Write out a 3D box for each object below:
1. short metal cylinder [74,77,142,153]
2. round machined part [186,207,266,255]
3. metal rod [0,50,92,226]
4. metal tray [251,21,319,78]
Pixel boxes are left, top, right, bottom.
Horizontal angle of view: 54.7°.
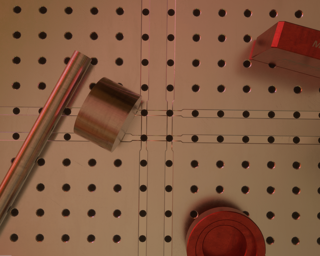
[{"bbox_3d":[-0.063,-0.016,0.385,0.050,0.080,0.080,28,90,0],"label":"short metal cylinder"},{"bbox_3d":[0.083,0.152,0.405,0.099,0.042,0.097,0,90,0],"label":"round machined part"},{"bbox_3d":[-0.174,0.034,0.411,0.025,0.025,0.299,29,90,0],"label":"metal rod"},{"bbox_3d":[0.190,-0.089,0.381,0.131,0.090,0.030,15,95,0],"label":"metal tray"}]
